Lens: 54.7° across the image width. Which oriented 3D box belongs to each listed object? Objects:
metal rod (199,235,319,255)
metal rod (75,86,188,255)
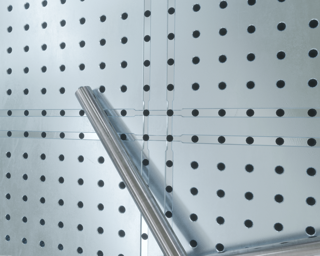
[{"bbox_3d":[0.067,0.171,0.388,0.300,0.025,0.025,-18,84,19],"label":"metal rod"},{"bbox_3d":[-0.036,0.068,0.410,0.025,0.025,0.299,-37,73,16],"label":"metal rod"}]
